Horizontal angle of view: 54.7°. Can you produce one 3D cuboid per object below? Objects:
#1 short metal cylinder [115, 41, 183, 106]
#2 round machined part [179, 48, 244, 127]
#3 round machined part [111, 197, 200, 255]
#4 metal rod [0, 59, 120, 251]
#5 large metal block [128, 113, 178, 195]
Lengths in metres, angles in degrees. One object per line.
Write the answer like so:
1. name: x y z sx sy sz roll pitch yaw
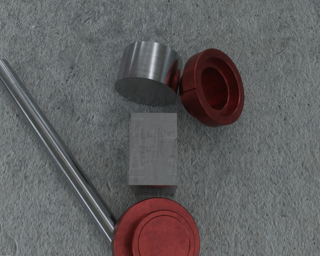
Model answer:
1. short metal cylinder: -0.014 -0.068 0.404 0.080 0.080 0.050 9 71 3
2. round machined part: 0.063 -0.049 0.400 0.099 0.042 0.098 10 74 -40
3. round machined part: -0.001 0.125 0.339 0.099 0.042 0.098 6 71 -16
4. metal rod: -0.136 0.023 0.398 0.025 0.025 0.300 -36 74 -12
5. large metal block: -0.007 0.034 0.366 0.050 0.080 0.080 0 70 0
